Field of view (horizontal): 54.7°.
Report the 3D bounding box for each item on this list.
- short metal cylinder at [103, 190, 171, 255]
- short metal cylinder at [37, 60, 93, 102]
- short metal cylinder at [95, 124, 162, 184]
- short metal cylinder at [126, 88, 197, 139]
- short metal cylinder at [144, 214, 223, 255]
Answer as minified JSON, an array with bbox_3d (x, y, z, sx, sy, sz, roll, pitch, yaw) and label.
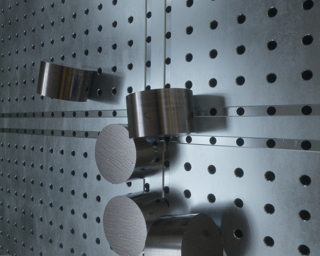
[{"bbox_3d":[-0.031,0.127,0.416,0.080,0.050,0.079,0,90,39],"label":"short metal cylinder"},{"bbox_3d":[-0.152,-0.075,0.496,0.080,0.081,0.050,20,103,38],"label":"short metal cylinder"},{"bbox_3d":[-0.044,0.034,0.427,0.080,0.050,0.079,0,90,39],"label":"short metal cylinder"},{"bbox_3d":[0.001,-0.015,0.371,0.080,0.081,0.050,-8,85,39],"label":"short metal cylinder"},{"bbox_3d":[0.028,0.139,0.349,0.050,0.081,0.080,-16,80,39],"label":"short metal cylinder"}]
